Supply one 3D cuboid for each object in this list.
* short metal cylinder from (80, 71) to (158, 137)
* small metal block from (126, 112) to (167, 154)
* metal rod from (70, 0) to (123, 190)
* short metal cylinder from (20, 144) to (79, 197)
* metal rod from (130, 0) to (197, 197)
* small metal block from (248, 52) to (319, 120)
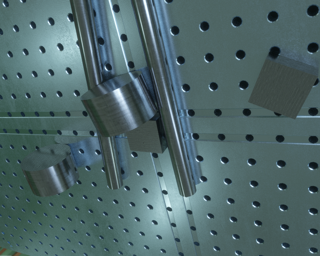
[{"bbox_3d":[-0.050,-0.031,0.382,0.080,0.080,0.050,-9,115,32],"label":"short metal cylinder"},{"bbox_3d":[-0.018,0.005,0.424,0.050,0.025,0.050,4,120,26],"label":"small metal block"},{"bbox_3d":[-0.084,-0.037,0.432,0.025,0.025,0.298,9,123,23],"label":"metal rod"},{"bbox_3d":[-0.180,0.068,0.513,0.080,0.080,0.050,3,120,27],"label":"short metal cylinder"},{"bbox_3d":[0.006,-0.040,0.383,0.025,0.025,0.298,0,119,28],"label":"metal rod"},{"bbox_3d":[0.126,-0.044,0.318,0.050,0.025,0.050,23,127,14],"label":"small metal block"}]
